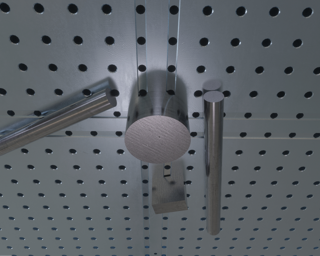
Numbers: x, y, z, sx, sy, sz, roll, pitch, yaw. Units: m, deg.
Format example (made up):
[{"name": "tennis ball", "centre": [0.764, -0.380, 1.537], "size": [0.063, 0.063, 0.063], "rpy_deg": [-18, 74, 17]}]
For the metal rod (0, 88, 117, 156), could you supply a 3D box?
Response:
[{"name": "metal rod", "centre": [-0.194, 0.015, 0.421], "size": [0.300, 0.025, 0.025], "rpy_deg": [-21, 127, 17]}]

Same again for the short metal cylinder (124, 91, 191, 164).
[{"name": "short metal cylinder", "centre": [-0.003, 0.000, 0.395], "size": [0.081, 0.050, 0.079], "rpy_deg": [0, 130, 0]}]

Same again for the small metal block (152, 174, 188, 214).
[{"name": "small metal block", "centre": [0.015, 0.103, 0.483], "size": [0.050, 0.050, 0.025], "rpy_deg": [-10, 130, 8]}]

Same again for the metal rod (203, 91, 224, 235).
[{"name": "metal rod", "centre": [0.082, 0.074, 0.475], "size": [0.025, 0.025, 0.298], "rpy_deg": [-5, 130, 4]}]
